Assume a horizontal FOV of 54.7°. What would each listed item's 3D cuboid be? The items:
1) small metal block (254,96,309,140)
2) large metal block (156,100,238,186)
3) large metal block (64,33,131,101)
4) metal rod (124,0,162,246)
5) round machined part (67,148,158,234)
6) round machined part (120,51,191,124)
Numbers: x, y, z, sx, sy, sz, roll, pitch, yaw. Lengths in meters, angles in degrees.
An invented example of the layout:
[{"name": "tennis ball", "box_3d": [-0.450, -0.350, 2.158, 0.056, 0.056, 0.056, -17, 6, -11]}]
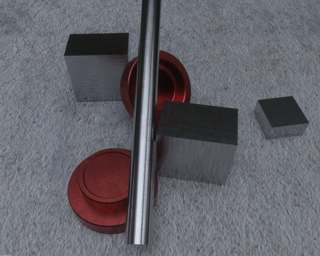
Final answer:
[{"name": "small metal block", "box_3d": [0.161, -0.014, 0.416, 0.050, 0.025, 0.050, -7, 50, -6]}, {"name": "large metal block", "box_3d": [0.040, 0.018, 0.352, 0.080, 0.080, 0.050, 7, 51, 6]}, {"name": "large metal block", "box_3d": [-0.082, -0.085, 0.437, 0.081, 0.080, 0.050, -2, 49, -1]}, {"name": "metal rod", "box_3d": [-0.015, -0.031, 0.341, 0.025, 0.025, 0.299, 2, 66, 1]}, {"name": "round machined part", "box_3d": [-0.052, 0.061, 0.340, 0.099, 0.042, 0.098, 0, 50, 0]}, {"name": "round machined part", "box_3d": [-0.010, -0.050, 0.411, 0.099, 0.098, 0.042, -40, 22, -28]}]
